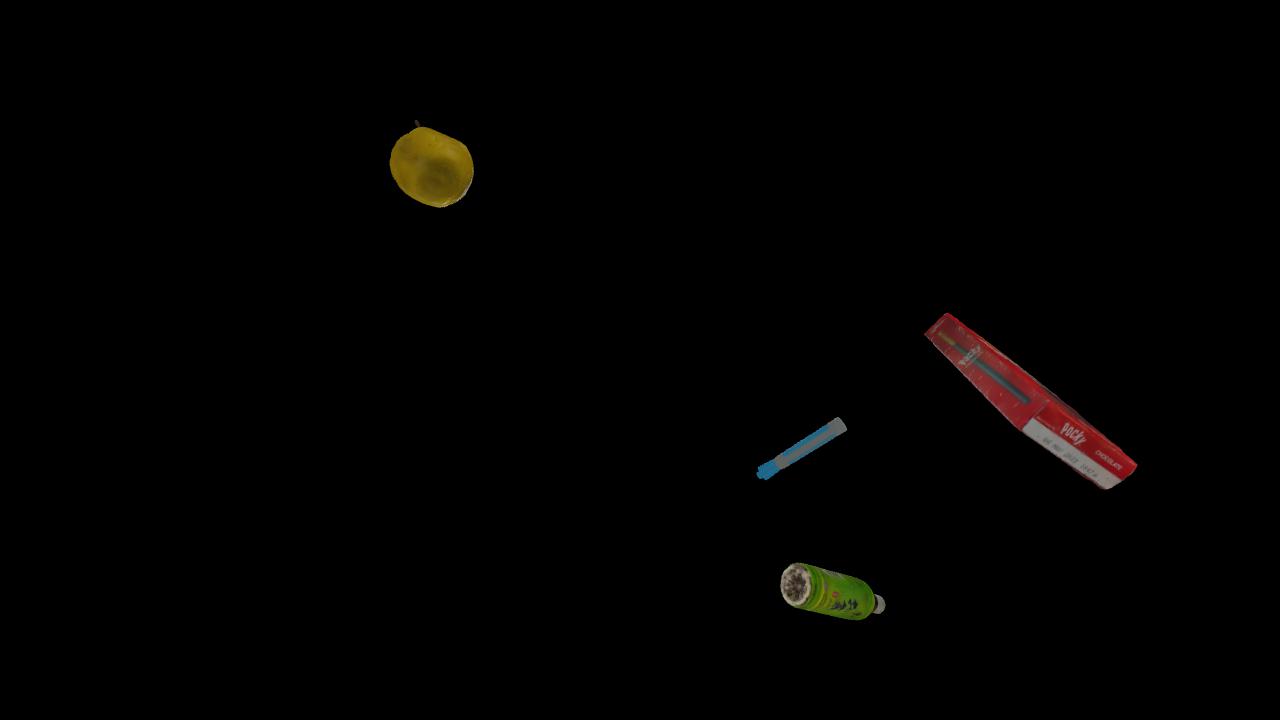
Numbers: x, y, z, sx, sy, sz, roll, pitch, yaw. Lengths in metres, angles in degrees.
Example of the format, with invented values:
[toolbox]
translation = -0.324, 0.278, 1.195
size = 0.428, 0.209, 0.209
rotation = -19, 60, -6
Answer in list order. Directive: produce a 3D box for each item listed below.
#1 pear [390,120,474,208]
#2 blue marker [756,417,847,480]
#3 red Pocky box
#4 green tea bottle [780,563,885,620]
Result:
[pear]
translation = -0.213, -0.206, 0.628
size = 0.080, 0.080, 0.111
rotation = 0, 42, -21
[blue marker]
translation = 0.191, 0.108, 0.735
size = 0.121, 0.020, 0.020
rotation = -37, -13, 18
[red Pocky box]
translation = 0.271, 0.022, 0.445
size = 0.083, 0.028, 0.155
rotation = 31, 22, -12
[green tea bottle]
translation = 0.329, 0.389, 1.020
size = 0.212, 0.073, 0.073
rotation = 21, -10, -28
